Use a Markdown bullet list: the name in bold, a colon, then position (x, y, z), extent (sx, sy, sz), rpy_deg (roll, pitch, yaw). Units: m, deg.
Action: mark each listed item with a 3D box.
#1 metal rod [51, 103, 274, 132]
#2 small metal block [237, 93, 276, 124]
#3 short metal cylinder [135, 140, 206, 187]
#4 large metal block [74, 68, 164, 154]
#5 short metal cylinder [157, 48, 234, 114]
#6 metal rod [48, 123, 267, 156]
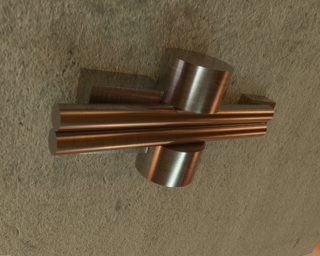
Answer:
- **metal rod**: position (0.031, -0.015, 0.358), extent (0.302, 0.025, 0.025), rpy_deg (-3, 120, -36)
- **small metal block**: position (0.141, -0.023, 0.472), extent (0.050, 0.025, 0.050), rpy_deg (3, 117, -30)
- **short metal cylinder**: position (0.013, 0.031, 0.399), extent (0.081, 0.080, 0.050), rpy_deg (1, 118, -29)
- **large metal block**: position (-0.051, -0.018, 0.353), extent (0.081, 0.050, 0.079), rpy_deg (2, 118, -29)
- **short metal cylinder**: position (0.039, -0.056, 0.359), extent (0.081, 0.080, 0.050), rpy_deg (1, 118, -29)
- **metal rod**: position (0.025, 0.007, 0.368), extent (0.302, 0.025, 0.025), rpy_deg (-3, 120, -36)
